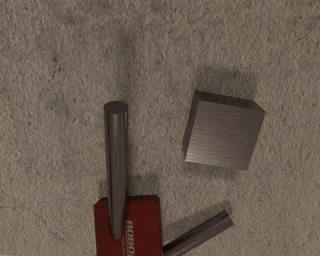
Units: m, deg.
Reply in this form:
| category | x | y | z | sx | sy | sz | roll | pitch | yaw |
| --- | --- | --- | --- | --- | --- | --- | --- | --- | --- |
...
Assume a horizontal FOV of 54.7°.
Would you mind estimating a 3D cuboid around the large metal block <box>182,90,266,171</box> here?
| category | x | y | z | sx | sy | sz | roll | pitch | yaw |
| --- | --- | --- | --- | --- | --- | --- | --- | --- | --- |
| large metal block | 0.078 | 0.002 | 0.399 | 0.081 | 0.050 | 0.079 | 10 | 110 | -4 |

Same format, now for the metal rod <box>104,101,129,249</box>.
| category | x | y | z | sx | sy | sz | roll | pitch | yaw |
| --- | --- | --- | --- | --- | --- | --- | --- | --- | --- |
| metal rod | -0.055 | 0.098 | 0.402 | 0.025 | 0.025 | 0.298 | 4 | 126 | -2 |

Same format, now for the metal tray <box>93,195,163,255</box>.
| category | x | y | z | sx | sy | sz | roll | pitch | yaw |
| --- | --- | --- | --- | --- | --- | --- | --- | --- | --- |
| metal tray | -0.043 | 0.165 | 0.442 | 0.091 | 0.030 | 0.129 | -4 | 90 | 4 |

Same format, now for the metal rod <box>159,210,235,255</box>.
| category | x | y | z | sx | sy | sz | roll | pitch | yaw |
| --- | --- | --- | --- | --- | --- | --- | --- | --- | --- |
| metal rod | -0.024 | 0.211 | 0.469 | 0.301 | 0.025 | 0.025 | -31 | 108 | 3 |
